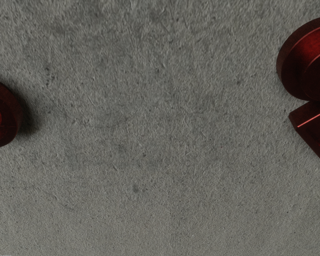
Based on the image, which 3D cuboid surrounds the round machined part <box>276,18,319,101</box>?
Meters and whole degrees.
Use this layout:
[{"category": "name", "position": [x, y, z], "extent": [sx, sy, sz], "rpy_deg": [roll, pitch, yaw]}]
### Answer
[{"category": "round machined part", "position": [0.184, -0.068, 0.341], "extent": [0.099, 0.042, 0.097], "rpy_deg": [-1, 130, 0]}]

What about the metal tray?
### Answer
[{"category": "metal tray", "position": [0.246, -0.017, 0.392], "extent": [0.130, 0.030, 0.090], "rpy_deg": [-36, 122, 26]}]

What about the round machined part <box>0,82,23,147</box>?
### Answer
[{"category": "round machined part", "position": [-0.216, -0.024, 0.372], "extent": [0.099, 0.042, 0.097], "rpy_deg": [-1, 130, 0]}]
